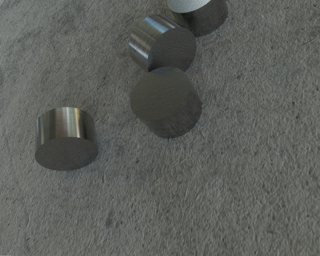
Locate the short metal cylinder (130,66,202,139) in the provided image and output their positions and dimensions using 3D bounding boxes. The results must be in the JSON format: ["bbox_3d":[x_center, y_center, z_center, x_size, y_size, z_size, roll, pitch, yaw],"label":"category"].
[{"bbox_3d":[0.009,-0.033,0.404,0.080,0.050,0.080,-13,56,21],"label":"short metal cylinder"}]

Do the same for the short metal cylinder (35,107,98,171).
[{"bbox_3d":[-0.128,0.017,0.426,0.080,0.080,0.050,-25,53,12],"label":"short metal cylinder"}]

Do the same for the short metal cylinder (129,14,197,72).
[{"bbox_3d":[0.004,-0.112,0.435,0.080,0.080,0.050,-43,51,-1],"label":"short metal cylinder"}]

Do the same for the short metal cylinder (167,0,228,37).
[{"bbox_3d":[0.058,-0.186,0.472,0.080,0.050,0.080,-13,56,21],"label":"short metal cylinder"}]
